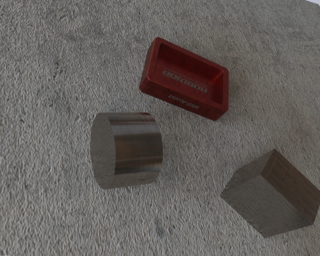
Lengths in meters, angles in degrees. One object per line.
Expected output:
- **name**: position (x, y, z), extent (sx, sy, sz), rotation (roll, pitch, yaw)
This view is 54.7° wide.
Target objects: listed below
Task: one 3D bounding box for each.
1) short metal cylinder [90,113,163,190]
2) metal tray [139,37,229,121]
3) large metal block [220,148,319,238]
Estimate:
- **short metal cylinder**: position (-0.039, 0.023, 0.334), extent (0.050, 0.080, 0.080), rotation (-2, 63, -29)
- **metal tray**: position (0.040, -0.073, 0.466), extent (0.131, 0.030, 0.090), rotation (20, 54, -16)
- **large metal block**: position (0.138, 0.085, 0.391), extent (0.080, 0.080, 0.050), rotation (44, 51, 2)
